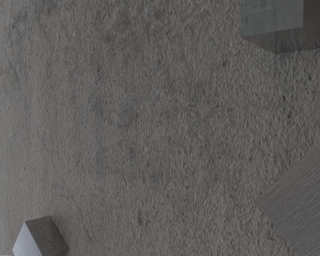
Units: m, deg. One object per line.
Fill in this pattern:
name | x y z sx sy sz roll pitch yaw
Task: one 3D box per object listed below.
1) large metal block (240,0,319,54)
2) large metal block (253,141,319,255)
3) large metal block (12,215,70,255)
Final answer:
large metal block | 0.114 -0.116 0.275 0.050 0.081 0.079 2 92 40
large metal block | 0.146 0.067 0.268 0.080 0.050 0.080 52 120 27
large metal block | -0.222 0.224 0.572 0.080 0.050 0.080 44 117 31
